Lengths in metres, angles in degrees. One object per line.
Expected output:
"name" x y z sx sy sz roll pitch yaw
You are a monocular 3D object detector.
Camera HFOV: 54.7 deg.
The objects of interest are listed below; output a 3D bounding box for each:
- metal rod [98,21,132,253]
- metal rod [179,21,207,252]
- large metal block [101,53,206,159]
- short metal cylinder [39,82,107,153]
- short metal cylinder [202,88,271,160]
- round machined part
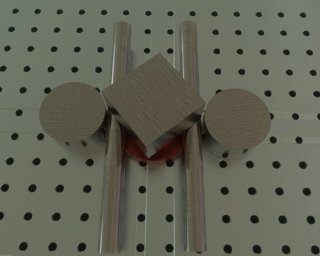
"metal rod" -0.054 -0.004 0.390 0.025 0.025 0.299 1 70 0
"metal rod" 0.039 -0.005 0.391 0.025 0.025 0.299 0 70 0
"large metal block" -0.007 -0.025 0.357 0.080 0.050 0.080 -36 74 -12
"short metal cylinder" -0.107 -0.012 0.402 0.081 0.050 0.080 0 70 0
"short metal cylinder" 0.094 -0.004 0.400 0.081 0.050 0.080 0 70 0
"round machined part" -0.007 -0.004 0.405 0.099 0.042 0.098 0 70 0
